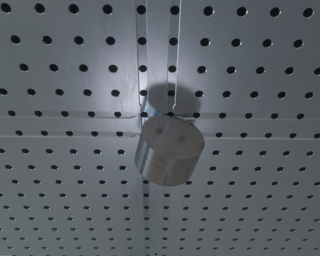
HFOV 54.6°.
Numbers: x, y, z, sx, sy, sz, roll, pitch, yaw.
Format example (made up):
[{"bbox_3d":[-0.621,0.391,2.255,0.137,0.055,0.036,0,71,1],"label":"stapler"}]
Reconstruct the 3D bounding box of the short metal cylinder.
[{"bbox_3d":[0.011,0.028,0.399,0.080,0.080,0.050,10,129,-9],"label":"short metal cylinder"}]
